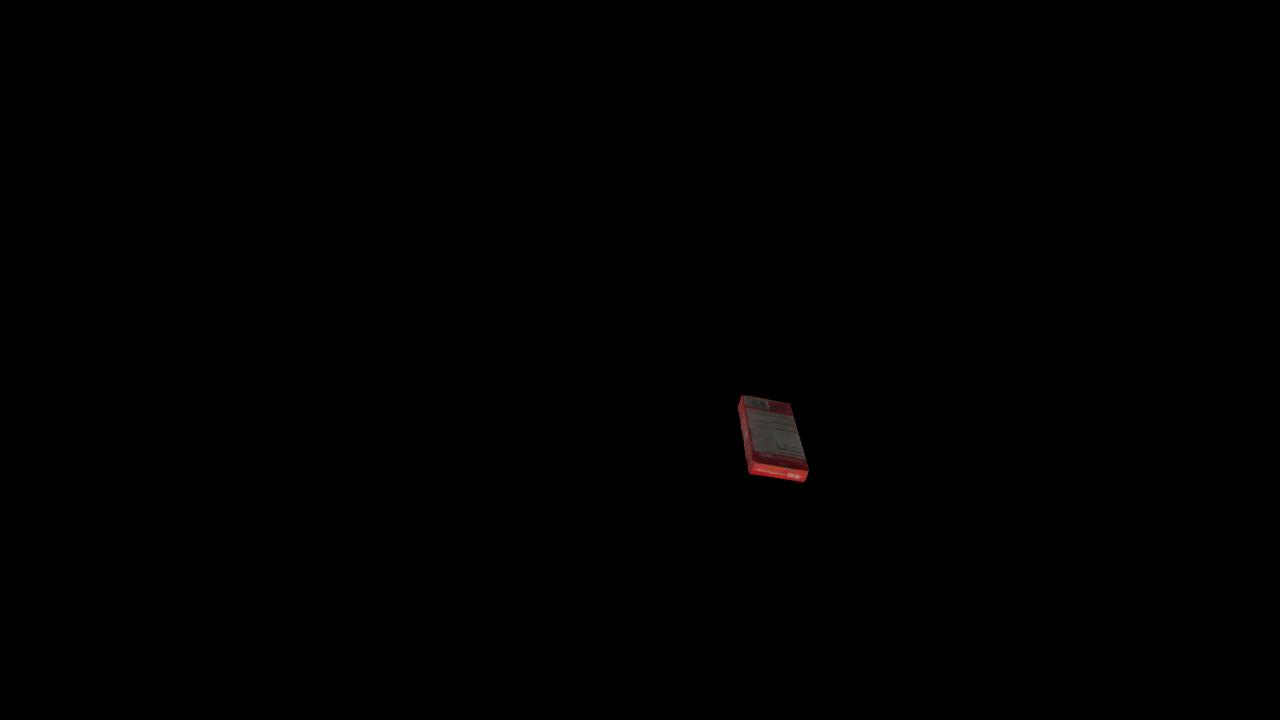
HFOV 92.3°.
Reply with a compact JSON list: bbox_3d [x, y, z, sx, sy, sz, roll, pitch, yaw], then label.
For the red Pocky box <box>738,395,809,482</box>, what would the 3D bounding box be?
[{"bbox_3d":[0.193,0.113,0.909,0.083,0.028,0.155,11,33,-5],"label":"red Pocky box"}]
